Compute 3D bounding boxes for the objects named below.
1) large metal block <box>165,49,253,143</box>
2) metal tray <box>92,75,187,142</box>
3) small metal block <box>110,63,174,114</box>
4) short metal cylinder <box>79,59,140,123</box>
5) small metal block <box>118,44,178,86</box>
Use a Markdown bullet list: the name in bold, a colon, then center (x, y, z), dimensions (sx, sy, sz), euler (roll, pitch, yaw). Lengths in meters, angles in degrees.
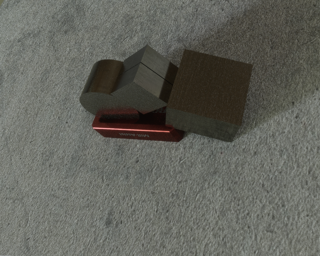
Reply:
- **large metal block**: center (0.056, -0.037, 0.364), dimensions (0.080, 0.050, 0.080), euler (15, 67, 6)
- **metal tray**: center (-0.023, -0.030, 0.433), dimensions (0.130, 0.030, 0.090), euler (2, 63, 29)
- **small metal block**: center (-0.021, -0.044, 0.359), dimensions (0.050, 0.050, 0.025), euler (-17, 49, 51)
- **short metal cylinder**: center (-0.060, -0.046, 0.413), dimensions (0.080, 0.080, 0.050), euler (1, 63, 29)
- **small metal block**: center (-0.013, -0.066, 0.370), dimensions (0.050, 0.050, 0.025), euler (-17, 49, 51)
